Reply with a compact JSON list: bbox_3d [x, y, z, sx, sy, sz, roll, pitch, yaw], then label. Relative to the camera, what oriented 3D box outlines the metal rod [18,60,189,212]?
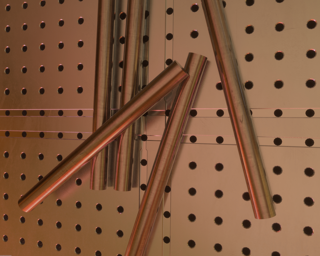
[{"bbox_3d":[-0.085,0.020,0.413,0.300,0.025,0.025,-40,78,15],"label":"metal rod"}]

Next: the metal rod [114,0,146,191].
[{"bbox_3d":[-0.040,-0.064,0.425,0.025,0.025,0.298,5,92,19],"label":"metal rod"}]

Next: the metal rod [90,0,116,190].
[{"bbox_3d":[-0.080,-0.063,0.439,0.025,0.025,0.298,3,91,19],"label":"metal rod"}]

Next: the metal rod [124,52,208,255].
[{"bbox_3d":[0.004,0.049,0.410,0.025,0.025,0.298,20,96,18],"label":"metal rod"}]

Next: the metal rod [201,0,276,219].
[{"bbox_3d":[0.092,-0.040,0.379,0.025,0.025,0.298,-14,85,19],"label":"metal rod"}]
